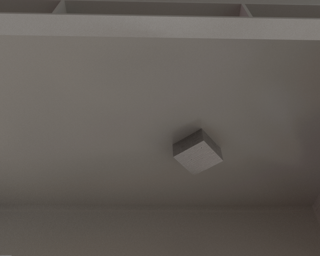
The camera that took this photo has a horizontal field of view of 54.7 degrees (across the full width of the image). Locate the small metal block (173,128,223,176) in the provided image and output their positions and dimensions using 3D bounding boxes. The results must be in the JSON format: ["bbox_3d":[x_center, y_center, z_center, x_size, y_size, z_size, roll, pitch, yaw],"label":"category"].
[{"bbox_3d":[0.053,0.035,0.440,0.050,0.025,0.050,-31,124,23],"label":"small metal block"}]
